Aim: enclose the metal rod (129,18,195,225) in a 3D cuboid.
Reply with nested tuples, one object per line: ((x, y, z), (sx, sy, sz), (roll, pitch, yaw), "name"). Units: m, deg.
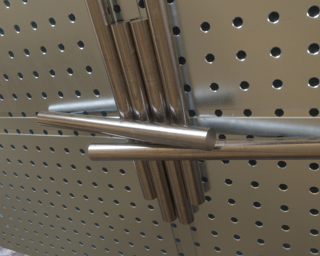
((0.009, 0.009, 0.414), (0.025, 0.025, 0.298), (1, 119, 28), "metal rod")

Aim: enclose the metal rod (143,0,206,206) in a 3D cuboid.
((0.021, -0.028, 0.382), (0.025, 0.025, 0.298), (1, 119, 28), "metal rod")

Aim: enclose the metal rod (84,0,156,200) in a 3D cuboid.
((-0.045, -0.027, 0.418), (0.025, 0.025, 0.298), (1, 119, 28), "metal rod")

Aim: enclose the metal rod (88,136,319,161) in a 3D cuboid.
((0.050, 0.027, 0.375), (0.301, 0.025, 0.025), (-2, 118, 19), "metal rod")

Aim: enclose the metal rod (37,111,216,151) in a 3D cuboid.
((-0.067, -0.002, 0.416), (0.300, 0.025, 0.025), (7, 122, 35), "metal rod")

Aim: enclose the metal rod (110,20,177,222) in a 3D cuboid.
((-0.015, 0.009, 0.424), (0.025, 0.025, 0.298), (1, 119, 28), "metal rod")
